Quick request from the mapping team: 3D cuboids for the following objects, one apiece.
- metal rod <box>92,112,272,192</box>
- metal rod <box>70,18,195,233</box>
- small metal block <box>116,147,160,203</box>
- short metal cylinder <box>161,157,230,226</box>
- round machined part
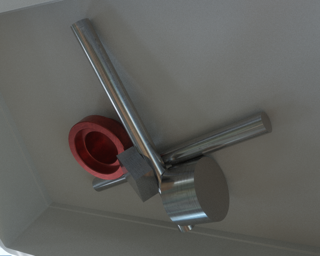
[{"bbox_3d":[0.007,0.044,0.429,0.299,0.025,0.025,-25,105,36],"label":"metal rod"},{"bbox_3d":[-0.030,0.003,0.400,0.025,0.025,0.299,-21,101,35],"label":"metal rod"},{"bbox_3d":[-0.029,0.060,0.405,0.050,0.025,0.050,44,157,41],"label":"small metal block"},{"bbox_3d":[0.046,0.082,0.396,0.050,0.080,0.080,-21,107,36],"label":"short metal cylinder"},{"bbox_3d":[-0.080,0.024,0.451,0.098,0.042,0.097,13,124,20],"label":"round machined part"}]
